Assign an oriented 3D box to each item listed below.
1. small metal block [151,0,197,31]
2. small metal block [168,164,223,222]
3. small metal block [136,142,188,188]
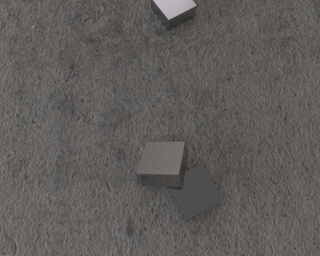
[{"bbox_3d":[0.021,-0.186,0.476,0.050,0.025,0.050,-31,73,-11],"label":"small metal block"},{"bbox_3d":[0.040,0.079,0.379,0.050,0.025,0.050,-25,72,-9],"label":"small metal block"},{"bbox_3d":[0.004,0.043,0.376,0.050,0.025,0.050,-1,45,17],"label":"small metal block"}]
